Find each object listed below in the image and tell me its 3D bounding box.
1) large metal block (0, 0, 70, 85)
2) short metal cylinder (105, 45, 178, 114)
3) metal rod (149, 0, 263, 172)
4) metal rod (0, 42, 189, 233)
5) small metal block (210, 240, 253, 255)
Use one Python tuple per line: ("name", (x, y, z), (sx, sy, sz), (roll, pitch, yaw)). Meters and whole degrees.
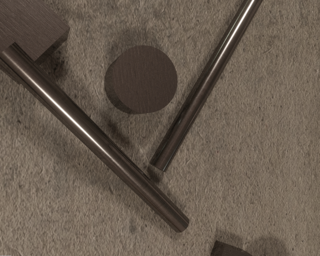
("large metal block", (-0.159, -0.106, 0.337), (0.080, 0.050, 0.080), (44, 76, -15))
("short metal cylinder", (-0.025, -0.058, 0.387), (0.081, 0.050, 0.079), (0, 90, -20))
("metal rod", (0.071, -0.074, 0.436), (0.025, 0.025, 0.300), (34, 79, -17))
("metal rod", (-0.059, 0.029, 0.359), (0.025, 0.025, 0.300), (-47, 116, -14))
("small metal block", (0.099, 0.197, 0.447), (0.050, 0.025, 0.050), (25, 82, -19))
